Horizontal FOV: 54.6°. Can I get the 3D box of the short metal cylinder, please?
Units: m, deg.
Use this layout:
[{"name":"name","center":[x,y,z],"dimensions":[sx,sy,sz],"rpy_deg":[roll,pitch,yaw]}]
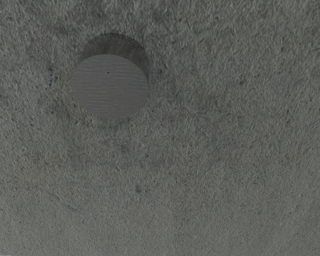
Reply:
[{"name":"short metal cylinder","center":[-0.052,-0.057,0.342],"dimensions":[0.080,0.050,0.080],"rpy_deg":[0,130,0]}]
